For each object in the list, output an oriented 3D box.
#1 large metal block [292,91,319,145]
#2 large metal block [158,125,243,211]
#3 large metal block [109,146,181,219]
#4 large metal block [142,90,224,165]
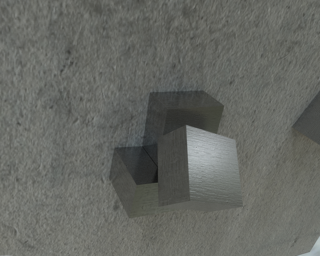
[{"bbox_3d":[0.293,-0.007,0.530,0.050,0.080,0.080,24,105,-37],"label":"large metal block"},{"bbox_3d":[0.045,0.050,0.355,0.081,0.080,0.050,16,152,-35],"label":"large metal block"},{"bbox_3d":[-0.013,0.066,0.407,0.081,0.080,0.050,-1,119,-28],"label":"large metal block"},{"bbox_3d":[0.028,-0.002,0.407,0.081,0.050,0.079,-5,121,-26],"label":"large metal block"}]
